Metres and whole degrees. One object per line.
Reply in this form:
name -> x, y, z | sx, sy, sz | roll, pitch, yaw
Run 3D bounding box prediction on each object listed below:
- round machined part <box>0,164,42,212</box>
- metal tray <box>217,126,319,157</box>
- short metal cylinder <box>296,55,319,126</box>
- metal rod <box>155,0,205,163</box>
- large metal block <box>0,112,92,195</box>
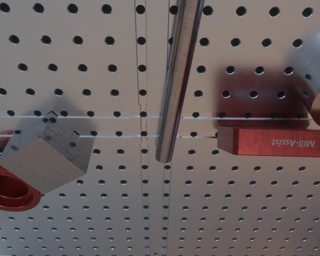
round machined part -> -0.224, 0.080, 0.466 | 0.099, 0.042, 0.097 | 0, 130, 0
metal tray -> 0.145, 0.015, 0.384 | 0.131, 0.090, 0.030 | 2, 92, -2
short metal cylinder -> 0.208, -0.044, 0.360 | 0.081, 0.050, 0.079 | 0, 130, 0
metal rod -> 0.023, -0.071, 0.351 | 0.025, 0.025, 0.298 | 5, 130, -5
large metal block -> -0.154, 0.037, 0.425 | 0.080, 0.050, 0.080 | -27, 125, 21
